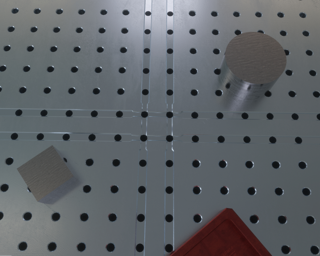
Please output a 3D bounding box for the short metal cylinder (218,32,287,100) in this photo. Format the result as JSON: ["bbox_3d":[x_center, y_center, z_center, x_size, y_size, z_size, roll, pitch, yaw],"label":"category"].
[{"bbox_3d":[0.126,-0.085,0.431,0.081,0.050,0.080,0,70,0],"label":"short metal cylinder"}]

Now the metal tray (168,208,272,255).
[{"bbox_3d":[0.057,0.165,0.348,0.131,0.030,0.090,-36,74,-13],"label":"metal tray"}]

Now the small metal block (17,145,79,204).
[{"bbox_3d":[-0.140,0.058,0.389,0.050,0.025,0.050,-36,74,-12],"label":"small metal block"}]
